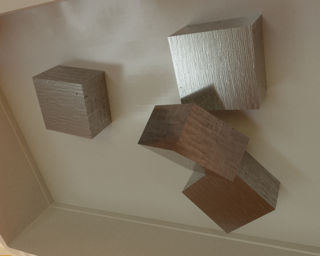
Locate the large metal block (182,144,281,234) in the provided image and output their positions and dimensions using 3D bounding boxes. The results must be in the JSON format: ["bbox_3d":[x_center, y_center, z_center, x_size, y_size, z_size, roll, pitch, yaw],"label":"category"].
[{"bbox_3d":[0.089,0.075,0.392,0.080,0.050,0.080,43,129,-2],"label":"large metal block"}]

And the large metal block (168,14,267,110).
[{"bbox_3d":[0.062,-0.065,0.319,0.080,0.050,0.080,1,119,28],"label":"large metal block"}]

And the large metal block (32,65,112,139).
[{"bbox_3d":[-0.120,-0.038,0.432,0.080,0.050,0.079,11,123,22],"label":"large metal block"}]

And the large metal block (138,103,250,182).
[{"bbox_3d":[0.035,0.015,0.342,0.080,0.050,0.080,29,168,-26],"label":"large metal block"}]
